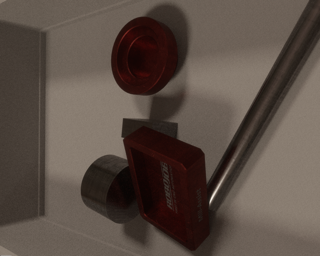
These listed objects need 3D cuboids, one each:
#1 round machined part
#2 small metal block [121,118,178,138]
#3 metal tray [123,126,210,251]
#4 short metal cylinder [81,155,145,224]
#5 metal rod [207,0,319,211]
[{"bbox_3d":[-0.016,-0.091,0.407,0.098,0.042,0.097,0,90,39],"label":"round machined part"},{"bbox_3d":[-0.013,0.003,0.399,0.050,0.050,0.025,9,96,39],"label":"small metal block"},{"bbox_3d":[0.009,0.069,0.354,0.090,0.030,0.129,21,133,39],"label":"metal tray"},{"bbox_3d":[-0.058,0.080,0.416,0.050,0.081,0.079,14,99,39],"label":"short metal cylinder"},{"bbox_3d":[0.116,-0.041,0.310,0.025,0.025,0.298,38,113,33],"label":"metal rod"}]
